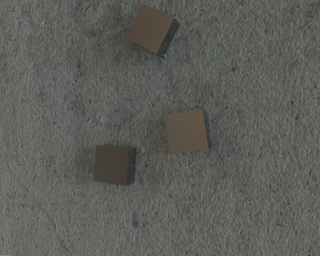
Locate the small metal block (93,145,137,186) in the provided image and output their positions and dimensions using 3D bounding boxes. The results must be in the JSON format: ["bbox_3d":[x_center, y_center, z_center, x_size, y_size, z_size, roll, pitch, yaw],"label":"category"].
[{"bbox_3d":[-0.062,0.050,0.431,0.050,0.025,0.050,5,92,20],"label":"small metal block"}]

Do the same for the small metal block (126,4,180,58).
[{"bbox_3d":[-0.009,-0.129,0.412,0.050,0.025,0.050,30,100,17],"label":"small metal block"}]

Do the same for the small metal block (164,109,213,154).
[{"bbox_3d":[0.036,0.005,0.396,0.050,0.025,0.050,-10,87,19],"label":"small metal block"}]
